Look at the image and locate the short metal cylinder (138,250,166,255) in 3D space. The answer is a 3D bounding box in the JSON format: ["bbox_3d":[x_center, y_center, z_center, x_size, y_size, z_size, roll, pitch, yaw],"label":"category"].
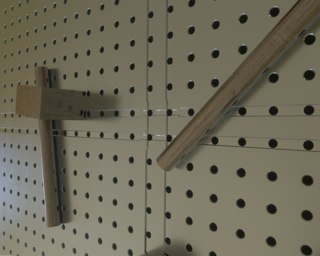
[{"bbox_3d":[-0.018,0.210,0.408,0.080,0.050,0.080,0,90,40],"label":"short metal cylinder"}]

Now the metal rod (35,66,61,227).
[{"bbox_3d":[-0.213,0.032,0.585,0.025,0.025,0.298,-11,83,39],"label":"metal rod"}]

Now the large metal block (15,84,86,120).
[{"bbox_3d":[-0.186,-0.043,0.528,0.080,0.081,0.050,11,97,39],"label":"large metal block"}]

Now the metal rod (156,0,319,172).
[{"bbox_3d":[0.090,-0.054,0.334,0.298,0.025,0.025,-50,61,28],"label":"metal rod"}]
